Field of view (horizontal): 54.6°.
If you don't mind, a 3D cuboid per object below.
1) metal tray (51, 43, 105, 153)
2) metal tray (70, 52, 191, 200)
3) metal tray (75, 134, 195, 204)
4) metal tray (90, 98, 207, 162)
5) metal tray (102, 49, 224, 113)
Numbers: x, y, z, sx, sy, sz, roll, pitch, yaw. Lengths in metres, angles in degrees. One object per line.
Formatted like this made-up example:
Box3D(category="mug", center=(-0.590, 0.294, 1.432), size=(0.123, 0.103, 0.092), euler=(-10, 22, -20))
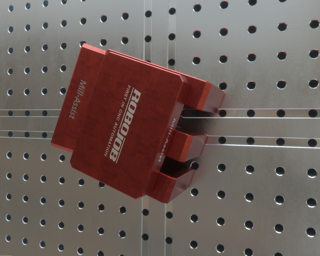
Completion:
Box3D(category="metal tray", center=(-0.097, -0.039, 0.410), size=(0.030, 0.090, 0.129), euler=(19, 97, -3))
Box3D(category="metal tray", center=(-0.033, -0.004, 0.325), size=(0.090, 0.030, 0.129), euler=(22, 97, 19))
Box3D(category="metal tray", center=(-0.030, 0.044, 0.389), size=(0.130, 0.090, 0.030), euler=(22, 98, 18))
Box3D(category="metal tray", center=(-0.015, 0.001, 0.382), size=(0.130, 0.090, 0.030), euler=(21, 96, 17))
Box3D(category="metal tray", center=(0.005, -0.055, 0.375), size=(0.130, 0.090, 0.030), euler=(22, 98, 19))
